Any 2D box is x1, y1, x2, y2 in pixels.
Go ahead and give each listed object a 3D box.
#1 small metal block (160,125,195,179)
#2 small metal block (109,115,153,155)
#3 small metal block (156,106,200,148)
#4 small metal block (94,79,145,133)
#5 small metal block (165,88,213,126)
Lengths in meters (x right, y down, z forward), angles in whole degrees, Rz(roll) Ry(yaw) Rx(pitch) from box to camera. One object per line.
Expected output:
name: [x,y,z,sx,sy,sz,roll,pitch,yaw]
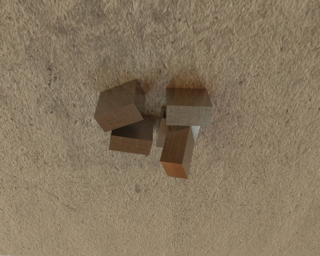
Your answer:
small metal block: [0.022,0.028,0.369,0.025,0.050,0.050,6,154,16]
small metal block: [-0.036,0.005,0.395,0.050,0.050,0.025,9,130,-8]
small metal block: [0.023,0.001,0.408,0.050,0.025,0.050,6,130,-6]
small metal block: [-0.046,-0.027,0.367,0.050,0.050,0.025,-18,128,14]
small metal block: [0.032,-0.026,0.367,0.050,0.050,0.025,2,120,-2]
